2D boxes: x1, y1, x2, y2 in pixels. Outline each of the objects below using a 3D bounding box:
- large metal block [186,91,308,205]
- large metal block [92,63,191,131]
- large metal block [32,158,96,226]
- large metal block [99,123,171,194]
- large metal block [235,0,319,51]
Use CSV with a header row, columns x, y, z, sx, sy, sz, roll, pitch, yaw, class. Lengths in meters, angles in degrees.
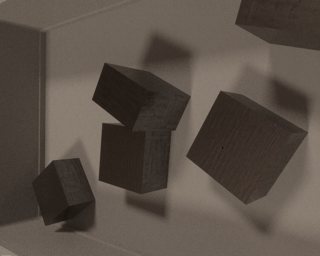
x,y,z,sx,sy,sz,roll,pitch,yaw,class
0.086,0.017,0.318,0.080,0.050,0.079,38,113,33,large metal block
-0.023,-0.038,0.388,0.080,0.081,0.050,36,112,34,large metal block
-0.165,0.107,0.523,0.080,0.050,0.080,-41,66,32,large metal block
-0.034,0.037,0.417,0.080,0.050,0.079,8,95,39,large metal block
0.125,-0.101,0.267,0.080,0.081,0.050,22,104,37,large metal block
